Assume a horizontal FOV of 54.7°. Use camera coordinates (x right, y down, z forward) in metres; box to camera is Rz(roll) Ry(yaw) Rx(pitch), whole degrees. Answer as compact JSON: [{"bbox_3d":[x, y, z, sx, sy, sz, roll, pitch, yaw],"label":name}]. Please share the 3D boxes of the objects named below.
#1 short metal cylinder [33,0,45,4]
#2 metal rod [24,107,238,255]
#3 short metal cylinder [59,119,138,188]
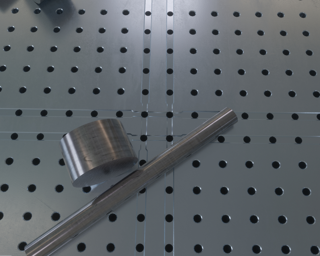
[{"bbox_3d":[-0.190,-0.238,0.468,0.080,0.080,0.050,42,75,13],"label":"short metal cylinder"},{"bbox_3d":[-0.026,0.064,0.387,0.301,0.025,0.025,-34,74,-12],"label":"metal rod"},{"bbox_3d":[-0.073,0.031,0.371,0.080,0.080,0.050,-23,72,-8],"label":"short metal cylinder"}]
